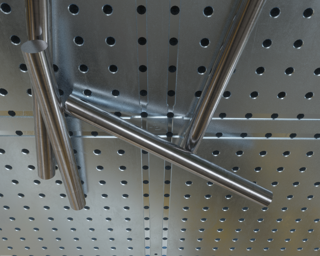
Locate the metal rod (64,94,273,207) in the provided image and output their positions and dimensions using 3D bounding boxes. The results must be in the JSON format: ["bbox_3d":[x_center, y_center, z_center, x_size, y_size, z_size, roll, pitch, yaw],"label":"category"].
[{"bbox_3d":[0.018,0.034,0.410,0.301,0.025,0.025,26,126,-10],"label":"metal rod"}]

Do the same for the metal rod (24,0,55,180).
[{"bbox_3d":[-0.141,-0.043,0.373,0.025,0.025,0.298,9,130,-8],"label":"metal rod"}]

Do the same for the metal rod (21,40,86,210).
[{"bbox_3d":[-0.130,0.023,0.411,0.025,0.025,0.298,2,136,-2],"label":"metal rod"}]

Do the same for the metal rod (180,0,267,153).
[{"bbox_3d":[0.070,-0.063,0.358,0.025,0.025,0.298,11,129,-9],"label":"metal rod"}]
